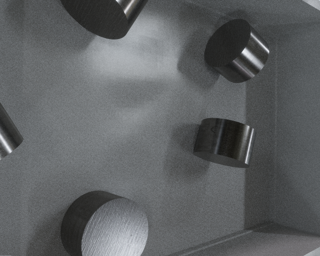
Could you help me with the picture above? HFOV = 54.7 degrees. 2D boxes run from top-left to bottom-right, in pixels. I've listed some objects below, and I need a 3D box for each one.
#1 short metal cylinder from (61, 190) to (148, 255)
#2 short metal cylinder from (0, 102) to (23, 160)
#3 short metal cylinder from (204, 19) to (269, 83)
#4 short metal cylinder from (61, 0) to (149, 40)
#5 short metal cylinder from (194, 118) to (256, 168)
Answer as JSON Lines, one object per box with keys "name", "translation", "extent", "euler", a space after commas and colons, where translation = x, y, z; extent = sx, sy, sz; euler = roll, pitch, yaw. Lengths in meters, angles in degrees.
{"name": "short metal cylinder", "translation": [-0.060, 0.113, 0.340], "extent": [0.081, 0.050, 0.080], "euler": [0, 90, -40]}
{"name": "short metal cylinder", "translation": [-0.157, 0.007, 0.239], "extent": [0.080, 0.080, 0.050], "euler": [-38, 113, -34]}
{"name": "short metal cylinder", "translation": [0.114, -0.115, 0.466], "extent": [0.050, 0.080, 0.080], "euler": [28, 73, -37]}
{"name": "short metal cylinder", "translation": [-0.057, -0.140, 0.322], "extent": [0.080, 0.080, 0.050], "euler": [41, 65, -33]}
{"name": "short metal cylinder", "translation": [0.094, 0.023, 0.449], "extent": [0.080, 0.080, 0.050], "euler": [25, 74, -37]}
